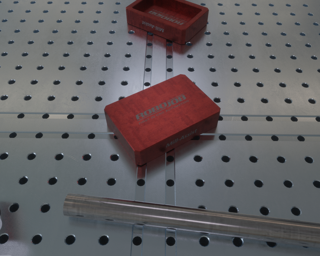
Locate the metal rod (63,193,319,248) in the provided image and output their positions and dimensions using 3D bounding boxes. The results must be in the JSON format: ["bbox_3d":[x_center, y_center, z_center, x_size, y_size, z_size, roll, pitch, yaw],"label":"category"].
[{"bbox_3d":[0.049,0.098,0.325,0.302,0.025,0.025,6,50,4],"label":"metal rod"}]

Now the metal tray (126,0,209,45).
[{"bbox_3d":[0.013,-0.211,0.581,0.130,0.030,0.090,28,55,21],"label":"metal tray"}]

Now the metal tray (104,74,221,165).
[{"bbox_3d":[0.003,-0.016,0.418,0.131,0.030,0.090,-26,55,-21],"label":"metal tray"}]

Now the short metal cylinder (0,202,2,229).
[{"bbox_3d":[-0.202,0.080,0.303,0.081,0.080,0.050,-18,53,-14],"label":"short metal cylinder"}]
